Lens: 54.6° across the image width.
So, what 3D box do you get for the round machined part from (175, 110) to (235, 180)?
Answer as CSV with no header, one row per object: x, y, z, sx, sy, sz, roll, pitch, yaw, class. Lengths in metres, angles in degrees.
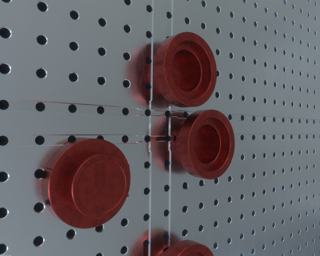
0.061,0.023,0.448,0.099,0.042,0.097,0,90,-40,round machined part

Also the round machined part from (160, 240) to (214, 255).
0.029,0.202,0.422,0.099,0.042,0.097,0,90,-40,round machined part

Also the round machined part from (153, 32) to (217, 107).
0.029,-0.077,0.421,0.099,0.042,0.097,0,90,-40,round machined part

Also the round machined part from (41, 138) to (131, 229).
-0.072,0.060,0.337,0.099,0.042,0.097,0,90,-40,round machined part
